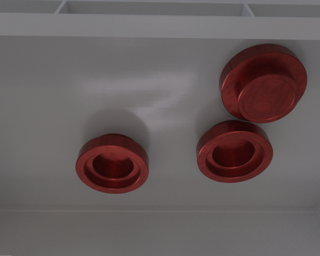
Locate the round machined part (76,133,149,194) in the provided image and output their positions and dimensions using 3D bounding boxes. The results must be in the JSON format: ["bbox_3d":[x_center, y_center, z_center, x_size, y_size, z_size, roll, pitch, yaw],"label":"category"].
[{"bbox_3d":[-0.065,0.046,0.436,0.099,0.042,0.097,0,130,0],"label":"round machined part"}]

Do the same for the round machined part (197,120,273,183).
[{"bbox_3d":[0.098,0.028,0.422,0.099,0.042,0.097,0,130,0],"label":"round machined part"}]

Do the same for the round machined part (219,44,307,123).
[{"bbox_3d":[0.121,-0.044,0.361,0.099,0.042,0.097,0,130,0],"label":"round machined part"}]
